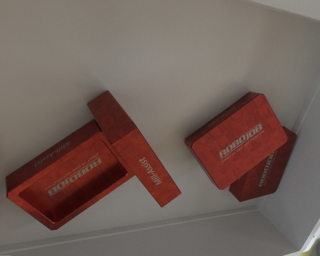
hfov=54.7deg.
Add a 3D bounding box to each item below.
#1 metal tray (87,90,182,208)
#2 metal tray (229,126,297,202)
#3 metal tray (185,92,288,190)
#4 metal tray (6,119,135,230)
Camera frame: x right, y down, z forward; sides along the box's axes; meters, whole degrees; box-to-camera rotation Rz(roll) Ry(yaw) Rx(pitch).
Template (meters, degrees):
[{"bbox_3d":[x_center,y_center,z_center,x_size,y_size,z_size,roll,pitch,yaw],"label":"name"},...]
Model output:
[{"bbox_3d":[-0.029,0.026,0.367,0.030,0.090,0.130,-36,129,-5],"label":"metal tray"},{"bbox_3d":[0.180,0.064,0.547,0.091,0.030,0.129,-7,122,-25],"label":"metal tray"},{"bbox_3d":[0.114,0.018,0.461,0.130,0.030,0.090,-36,107,-5],"label":"metal tray"},{"bbox_3d":[-0.106,0.060,0.385,0.130,0.030,0.090,-35,129,-6],"label":"metal tray"}]
